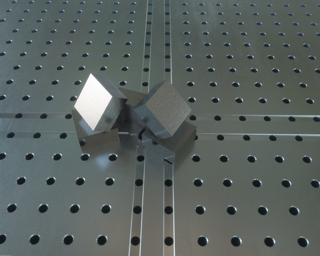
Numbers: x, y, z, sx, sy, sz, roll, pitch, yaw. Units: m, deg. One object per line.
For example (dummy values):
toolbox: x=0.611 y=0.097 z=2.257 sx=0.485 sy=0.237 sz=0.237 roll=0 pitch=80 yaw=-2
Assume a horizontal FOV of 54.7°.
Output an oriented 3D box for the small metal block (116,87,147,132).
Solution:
small metal block: x=-0.034 y=-0.022 z=0.409 sx=0.050 sy=0.050 sz=0.025 roll=15 pitch=52 yaw=11

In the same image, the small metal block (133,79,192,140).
small metal block: x=0.004 y=-0.022 z=0.376 sx=0.050 sy=0.025 sz=0.050 roll=50 pitch=54 yaw=-17

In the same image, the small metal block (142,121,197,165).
small metal block: x=0.012 y=0.011 z=0.399 sx=0.050 sy=0.025 sz=0.050 roll=29 pitch=55 yaw=21

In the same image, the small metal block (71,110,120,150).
small metal block: x=-0.085 y=-0.004 z=0.410 sx=0.050 sy=0.025 sz=0.050 roll=-15 pitch=52 yaw=-13

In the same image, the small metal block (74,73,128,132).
small metal block: x=-0.073 y=-0.031 z=0.380 sx=0.025 sy=0.050 sz=0.050 roll=4 pitch=35 yaw=-51
